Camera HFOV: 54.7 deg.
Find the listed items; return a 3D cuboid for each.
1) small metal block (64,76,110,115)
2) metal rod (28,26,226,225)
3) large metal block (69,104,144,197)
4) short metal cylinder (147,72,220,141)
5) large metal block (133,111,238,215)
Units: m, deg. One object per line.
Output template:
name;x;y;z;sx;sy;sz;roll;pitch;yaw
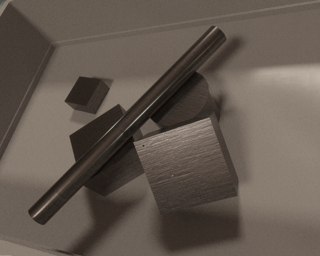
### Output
small metal block;-0.117;-0.053;0.497;0.050;0.025;0.050;13;68;33
metal rod;-0.034;-0.006;0.361;0.300;0.025;0.025;-46;51;-4
large metal block;-0.063;0.029;0.403;0.080;0.050;0.080;-32;52;7
short metal cylinder;0.030;-0.026;0.389;0.080;0.050;0.080;-13;56;20
large metal block;0.030;0.035;0.326;0.080;0.050;0.080;-19;95;17
